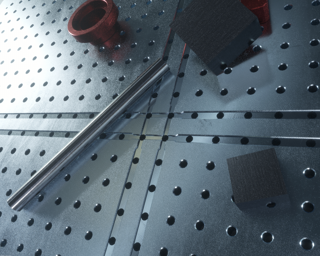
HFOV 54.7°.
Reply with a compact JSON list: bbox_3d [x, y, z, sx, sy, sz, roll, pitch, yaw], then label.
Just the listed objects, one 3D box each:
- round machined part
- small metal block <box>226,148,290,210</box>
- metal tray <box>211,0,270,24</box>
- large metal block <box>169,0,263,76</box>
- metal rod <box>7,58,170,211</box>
[{"bbox_3d":[-0.119,-0.195,0.577,0.098,0.042,0.098,-13,56,20],"label":"round machined part"},{"bbox_3d":[0.101,0.053,0.322,0.050,0.025,0.050,-16,55,18],"label":"small metal block"},{"bbox_3d":[0.113,-0.207,0.471,0.090,0.030,0.130,-7,58,24],"label":"metal tray"},{"bbox_3d":[0.073,-0.130,0.409,0.080,0.050,0.080,-43,68,14],"label":"large metal block"},{"bbox_3d":[-0.102,0.008,0.454,0.300,0.025,0.025,-44,51,-3],"label":"metal rod"}]
